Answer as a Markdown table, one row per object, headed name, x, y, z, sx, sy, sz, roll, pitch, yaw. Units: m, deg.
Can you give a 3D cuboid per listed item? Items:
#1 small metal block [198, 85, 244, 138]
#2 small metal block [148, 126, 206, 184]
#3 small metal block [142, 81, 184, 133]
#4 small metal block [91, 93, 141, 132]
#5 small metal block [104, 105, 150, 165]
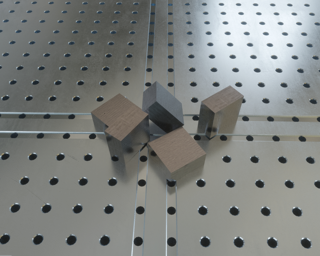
| name | x | y | z | sx | sy | sz | roll | pitch | yaw |
| --- | --- | --- | --- | --- | --- | --- | --- | --- | --- |
| small metal block | 0.079 | -0.021 | 0.410 | 0.050 | 0.050 | 0.025 | -30 | 56 | -23 |
| small metal block | 0.020 | 0.032 | 0.381 | 0.050 | 0.025 | 0.050 | -26 | 55 | -20 |
| small metal block | 0.004 | -0.026 | 0.406 | 0.025 | 0.050 | 0.050 | -38 | 29 | 25 |
| small metal block | -0.056 | -0.014 | 0.419 | 0.050 | 0.025 | 0.050 | 36 | 59 | 26 |
| small metal block | -0.038 | 0.009 | 0.383 | 0.025 | 0.050 | 0.050 | 30 | 57 | 23 |
